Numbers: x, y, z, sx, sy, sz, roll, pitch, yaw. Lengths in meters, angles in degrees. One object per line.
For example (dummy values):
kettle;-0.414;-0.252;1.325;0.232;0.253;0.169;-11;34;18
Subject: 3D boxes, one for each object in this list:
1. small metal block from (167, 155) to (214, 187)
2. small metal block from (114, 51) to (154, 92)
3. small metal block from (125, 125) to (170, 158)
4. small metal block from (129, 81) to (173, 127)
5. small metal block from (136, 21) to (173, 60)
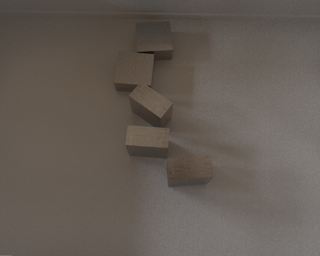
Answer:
small metal block;0.035;0.054;0.377;0.050;0.050;0.025;-4;70;-2
small metal block;-0.035;-0.078;0.438;0.050;0.025;0.050;5;70;1
small metal block;-0.015;0.018;0.389;0.050;0.050;0.025;4;70;1
small metal block;-0.011;-0.027;0.406;0.050;0.050;0.025;36;74;11
small metal block;-0.009;-0.128;0.456;0.050;0.025;0.050;-4;70;-2
